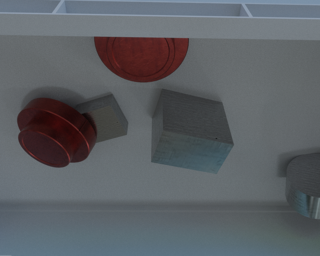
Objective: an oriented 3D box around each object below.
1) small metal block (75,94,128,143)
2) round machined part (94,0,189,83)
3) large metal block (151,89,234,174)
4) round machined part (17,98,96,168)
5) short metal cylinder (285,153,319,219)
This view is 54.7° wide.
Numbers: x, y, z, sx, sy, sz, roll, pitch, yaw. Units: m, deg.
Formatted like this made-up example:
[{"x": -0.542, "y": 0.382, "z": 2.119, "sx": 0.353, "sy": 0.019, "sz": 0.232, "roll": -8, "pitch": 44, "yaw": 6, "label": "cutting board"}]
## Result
[{"x": -0.075, "y": -0.011, "z": 0.399, "sx": 0.050, "sy": 0.025, "sz": 0.050, "roll": -15, "pitch": 129, "yaw": 12, "label": "small metal block"}, {"x": -0.019, "y": -0.088, "z": 0.322, "sx": 0.099, "sy": 0.042, "sz": 0.097, "roll": 0, "pitch": 131, "yaw": 0, "label": "round machined part"}, {"x": 0.035, "y": 0.003, "z": 0.376, "sx": 0.081, "sy": 0.080, "sz": 0.050, "roll": 12, "pitch": 129, "yaw": -10, "label": "large metal block"}, {"x": -0.134, "y": 0.013, "z": 0.388, "sx": 0.098, "sy": 0.042, "sz": 0.097, "roll": 12, "pitch": 138, "yaw": 12, "label": "round machined part"}, {"x": 0.225, "y": 0.083, "z": 0.447, "sx": 0.080, "sy": 0.080, "sz": 0.050, "roll": -10, "pitch": 130, "yaw": 7, "label": "short metal cylinder"}]
